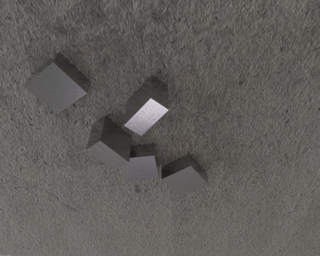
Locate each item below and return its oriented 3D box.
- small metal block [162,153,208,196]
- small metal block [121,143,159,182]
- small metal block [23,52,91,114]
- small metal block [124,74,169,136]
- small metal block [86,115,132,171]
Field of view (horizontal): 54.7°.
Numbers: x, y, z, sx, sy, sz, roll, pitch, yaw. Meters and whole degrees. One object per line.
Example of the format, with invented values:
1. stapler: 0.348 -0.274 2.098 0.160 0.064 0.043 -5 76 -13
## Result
1. small metal block: 0.037 0.072 0.469 0.050 0.025 0.050 -28 125 22
2. small metal block: -0.029 0.051 0.450 0.050 0.025 0.050 -6 130 4
3. small metal block: -0.119 -0.052 0.362 0.050 0.025 0.050 -30 124 23
4. small metal block: -0.016 -0.027 0.367 0.025 0.050 0.050 32 123 -24
5. small metal block: -0.065 0.019 0.407 0.025 0.050 0.050 -33 123 24
